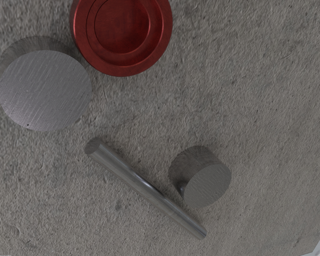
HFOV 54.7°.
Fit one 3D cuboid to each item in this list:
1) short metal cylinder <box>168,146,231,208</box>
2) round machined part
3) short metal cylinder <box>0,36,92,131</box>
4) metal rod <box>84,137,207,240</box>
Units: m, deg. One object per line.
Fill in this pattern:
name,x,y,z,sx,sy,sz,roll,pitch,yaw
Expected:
short metal cylinder,0.060,0.074,0.469,0.081,0.050,0.079,-14,124,-21
round machined part,-0.040,-0.104,0.309,0.099,0.042,0.097,-14,124,-21
short metal cylinder,-0.113,-0.044,0.302,0.081,0.050,0.079,-14,124,-21
metal rod,-0.004,0.107,0.470,0.025,0.025,0.300,-42,130,0
